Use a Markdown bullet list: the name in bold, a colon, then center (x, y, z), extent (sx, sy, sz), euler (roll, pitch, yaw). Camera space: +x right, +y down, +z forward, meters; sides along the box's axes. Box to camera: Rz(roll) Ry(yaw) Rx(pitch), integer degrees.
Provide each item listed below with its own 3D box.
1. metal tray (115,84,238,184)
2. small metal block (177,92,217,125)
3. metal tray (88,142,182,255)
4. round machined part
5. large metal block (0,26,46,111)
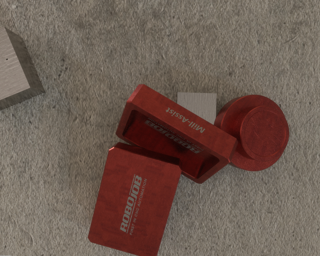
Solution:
- **metal tray**: center (0.015, 0.012, 0.376), extent (0.130, 0.090, 0.030), euler (30, 58, -1)
- **small metal block**: center (0.047, -0.021, 0.411), extent (0.050, 0.025, 0.050), euler (2, 90, -1)
- **metal tray**: center (-0.032, 0.092, 0.394), extent (0.090, 0.030, 0.129), euler (15, 101, 2)
- **round machined part**: center (0.121, 0.006, 0.391), extent (0.099, 0.042, 0.097), euler (0, 90, -16)
- **large metal block**: center (-0.208, -0.070, 0.395), extent (0.080, 0.050, 0.080), euler (-23, 90, -1)
